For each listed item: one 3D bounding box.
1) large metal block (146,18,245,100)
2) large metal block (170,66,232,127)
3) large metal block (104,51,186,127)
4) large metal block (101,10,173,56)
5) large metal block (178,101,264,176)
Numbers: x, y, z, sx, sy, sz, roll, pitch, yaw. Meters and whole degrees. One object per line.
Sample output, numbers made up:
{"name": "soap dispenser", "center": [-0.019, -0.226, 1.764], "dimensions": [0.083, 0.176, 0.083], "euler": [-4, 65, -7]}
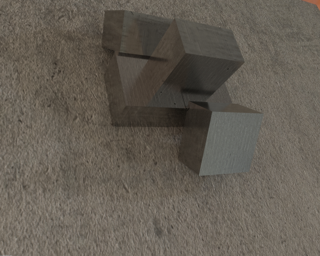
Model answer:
{"name": "large metal block", "center": [0.040, -0.080, 0.378], "dimensions": [0.081, 0.080, 0.050], "euler": [1, 61, -28]}
{"name": "large metal block", "center": [0.049, -0.048, 0.445], "dimensions": [0.081, 0.050, 0.080], "euler": [1, 62, -28]}
{"name": "large metal block", "center": [-0.022, -0.049, 0.406], "dimensions": [0.081, 0.050, 0.080], "euler": [1, 62, -28]}
{"name": "large metal block", "center": [-0.028, -0.129, 0.428], "dimensions": [0.081, 0.050, 0.080], "euler": [0, 18, -28]}
{"name": "large metal block", "center": [0.077, 0.012, 0.398], "dimensions": [0.081, 0.079, 0.050], "euler": [1, 18, -29]}
